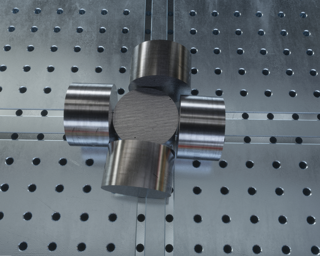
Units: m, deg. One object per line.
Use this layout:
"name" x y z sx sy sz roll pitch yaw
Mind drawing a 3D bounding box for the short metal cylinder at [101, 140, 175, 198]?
"short metal cylinder" -0.025 0.050 0.363 0.080 0.080 0.050 6 70 2

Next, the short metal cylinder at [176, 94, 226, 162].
"short metal cylinder" 0.048 0.000 0.383 0.050 0.080 0.080 4 70 1

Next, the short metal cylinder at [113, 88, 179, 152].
"short metal cylinder" -0.018 -0.005 0.400 0.081 0.050 0.080 1 70 -1

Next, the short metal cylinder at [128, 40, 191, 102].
"short metal cylinder" 0.001 -0.071 0.408 0.080 0.080 0.050 3 70 1

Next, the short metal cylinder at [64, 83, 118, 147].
"short metal cylinder" -0.083 -0.016 0.387 0.050 0.080 0.080 2 70 0
